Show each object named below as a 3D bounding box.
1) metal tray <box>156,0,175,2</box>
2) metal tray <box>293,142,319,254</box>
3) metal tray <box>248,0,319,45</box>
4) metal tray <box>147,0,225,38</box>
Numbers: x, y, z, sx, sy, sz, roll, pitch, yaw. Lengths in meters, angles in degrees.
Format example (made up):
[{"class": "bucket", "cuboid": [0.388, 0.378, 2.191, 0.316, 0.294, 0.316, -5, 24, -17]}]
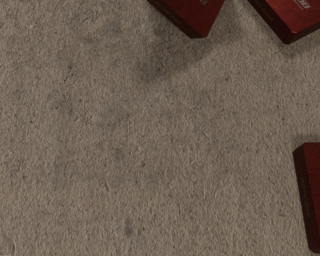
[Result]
[{"class": "metal tray", "cuboid": [0.056, -0.221, 0.458, 0.131, 0.030, 0.090, -19, 28, -7]}, {"class": "metal tray", "cuboid": [0.222, 0.083, 0.378, 0.091, 0.030, 0.130, -1, 70, -1]}, {"class": "metal tray", "cuboid": [0.198, -0.202, 0.482, 0.090, 0.030, 0.130, -28, 73, -10]}, {"class": "metal tray", "cuboid": [0.031, -0.196, 0.425, 0.131, 0.030, 0.090, 29, 84, -36]}]
